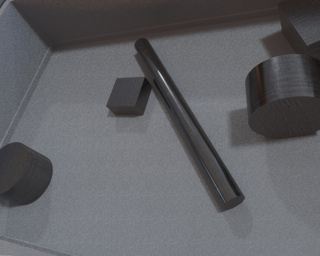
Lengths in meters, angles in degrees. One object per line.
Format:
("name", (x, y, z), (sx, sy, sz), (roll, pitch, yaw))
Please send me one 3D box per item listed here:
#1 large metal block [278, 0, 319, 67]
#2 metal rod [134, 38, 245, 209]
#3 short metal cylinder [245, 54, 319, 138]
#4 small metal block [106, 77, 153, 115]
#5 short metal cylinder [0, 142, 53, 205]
("large metal block", (0.196, -0.122, 0.362), (0.080, 0.050, 0.080), (-22, 54, 14))
("metal rod", (0.023, -0.029, 0.410), (0.025, 0.025, 0.300), (-32, 52, 7))
("short metal cylinder", (0.131, -0.030, 0.320), (0.080, 0.080, 0.050), (-9, 58, 23))
("small metal block", (-0.045, -0.047, 0.456), (0.050, 0.025, 0.050), (2, 63, 29))
("short metal cylinder", (-0.207, 0.067, 0.455), (0.080, 0.050, 0.080), (-13, 56, 20))
